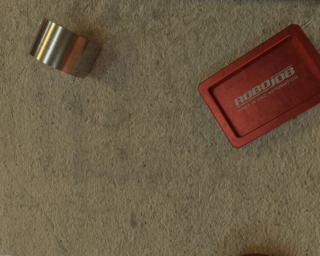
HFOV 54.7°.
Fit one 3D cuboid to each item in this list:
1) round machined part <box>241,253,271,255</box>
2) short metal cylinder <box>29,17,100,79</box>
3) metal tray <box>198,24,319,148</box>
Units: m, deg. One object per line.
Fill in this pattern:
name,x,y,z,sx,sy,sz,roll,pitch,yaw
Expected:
round machined part,0.117,0.194,0.359,0.098,0.042,0.097,0,90,19
short metal cylinder,-0.129,-0.109,0.424,0.080,0.080,0.050,30,100,17
metal tray,0.123,-0.045,0.362,0.130,0.030,0.090,-32,80,16
